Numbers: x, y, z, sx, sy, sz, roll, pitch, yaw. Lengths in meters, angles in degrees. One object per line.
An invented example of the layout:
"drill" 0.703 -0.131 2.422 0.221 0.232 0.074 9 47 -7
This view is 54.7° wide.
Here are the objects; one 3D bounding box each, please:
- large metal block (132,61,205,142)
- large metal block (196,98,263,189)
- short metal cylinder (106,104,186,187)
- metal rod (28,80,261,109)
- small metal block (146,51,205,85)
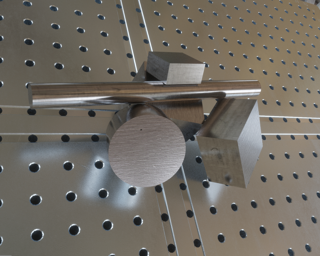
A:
"large metal block" 0.008 -0.033 0.412 0.081 0.050 0.080 10 57 -23
"large metal block" 0.093 0.017 0.400 0.080 0.050 0.080 -53 137 -39
"short metal cylinder" -0.018 0.017 0.340 0.081 0.080 0.050 18 12 -18
"metal rod" 0.007 -0.044 0.370 0.303 0.025 0.025 -6 65 -31
"small metal block" 0.018 -0.074 0.379 0.050 0.025 0.050 -6 30 -31
